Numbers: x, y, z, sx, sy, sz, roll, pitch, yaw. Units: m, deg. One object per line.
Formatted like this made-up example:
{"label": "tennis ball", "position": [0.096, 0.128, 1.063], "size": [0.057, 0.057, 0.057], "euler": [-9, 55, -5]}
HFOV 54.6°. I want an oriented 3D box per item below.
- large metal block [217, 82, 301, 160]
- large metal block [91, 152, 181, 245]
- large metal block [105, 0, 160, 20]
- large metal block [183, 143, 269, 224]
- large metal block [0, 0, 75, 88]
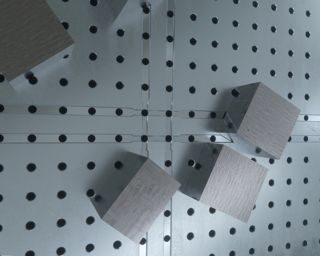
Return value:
{"label": "large metal block", "position": [0.144, -0.009, 0.452], "size": [0.080, 0.050, 0.080], "euler": [30, 80, -18]}
{"label": "large metal block", "position": [-0.032, 0.078, 0.372], "size": [0.050, 0.080, 0.080], "euler": [41, 77, -16]}
{"label": "large metal block", "position": [-0.023, -0.182, 0.374], "size": [0.080, 0.080, 0.050], "euler": [-31, 100, -17]}
{"label": "large metal block", "position": [0.091, 0.075, 0.433], "size": [0.080, 0.050, 0.080], "euler": [28, 81, -18]}
{"label": "large metal block", "position": [-0.154, -0.102, 0.342], "size": [0.080, 0.050, 0.080], "euler": [-37, 102, -16]}
